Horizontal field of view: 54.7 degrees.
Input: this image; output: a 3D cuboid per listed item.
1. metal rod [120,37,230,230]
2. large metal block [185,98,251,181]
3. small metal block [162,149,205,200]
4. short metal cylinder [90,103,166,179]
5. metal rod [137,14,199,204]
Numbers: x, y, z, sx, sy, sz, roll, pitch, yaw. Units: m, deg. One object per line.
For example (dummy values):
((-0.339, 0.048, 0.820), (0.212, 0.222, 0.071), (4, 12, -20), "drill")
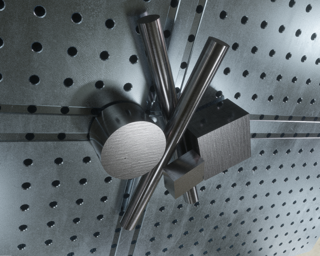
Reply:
((0.007, 0.026, 0.402), (0.025, 0.025, 0.298), (6, 123, -32), "metal rod")
((0.081, 0.016, 0.444), (0.081, 0.050, 0.080), (-25, 128, -14), "large metal block")
((0.033, 0.064, 0.423), (0.050, 0.025, 0.050), (-30, 144, -19), "small metal block")
((-0.040, 0.016, 0.378), (0.081, 0.050, 0.079), (-14, 125, -21), "short metal cylinder")
((0.020, 0.000, 0.417), (0.025, 0.025, 0.298), (-25, 128, -13), "metal rod")
